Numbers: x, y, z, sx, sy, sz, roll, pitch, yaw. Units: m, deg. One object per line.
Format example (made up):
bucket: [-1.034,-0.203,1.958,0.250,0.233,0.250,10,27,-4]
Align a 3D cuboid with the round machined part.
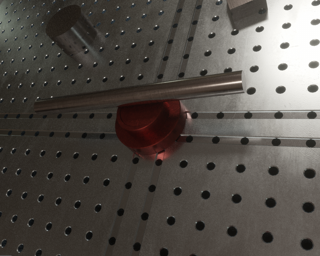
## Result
round machined part: [-0.019,-0.017,0.416,0.098,0.042,0.098,-13,56,20]

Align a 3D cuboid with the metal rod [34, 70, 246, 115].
metal rod: [-0.044,-0.041,0.400,0.301,0.025,0.025,-4,60,25]

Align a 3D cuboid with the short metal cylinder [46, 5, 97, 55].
short metal cylinder: [-0.169,-0.188,0.594,0.080,0.050,0.080,-13,56,20]

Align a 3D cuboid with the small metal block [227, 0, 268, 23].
small metal block: [0.126,-0.191,0.459,0.050,0.025,0.050,-18,55,17]
